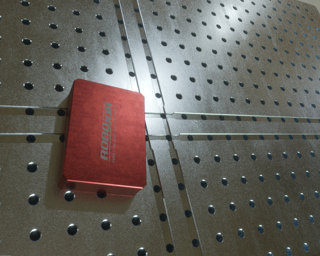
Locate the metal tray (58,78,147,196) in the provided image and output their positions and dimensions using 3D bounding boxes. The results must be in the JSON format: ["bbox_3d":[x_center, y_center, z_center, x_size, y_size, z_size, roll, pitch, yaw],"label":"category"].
[{"bbox_3d":[-0.064,0.010,0.365,0.091,0.030,0.130,11,57,-23],"label":"metal tray"}]
